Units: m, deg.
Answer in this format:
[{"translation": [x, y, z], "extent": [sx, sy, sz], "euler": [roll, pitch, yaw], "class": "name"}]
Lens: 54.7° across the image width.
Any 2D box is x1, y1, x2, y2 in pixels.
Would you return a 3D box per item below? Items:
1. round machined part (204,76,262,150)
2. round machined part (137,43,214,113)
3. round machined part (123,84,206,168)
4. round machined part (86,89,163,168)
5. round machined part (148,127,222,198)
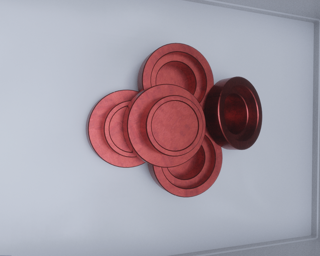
[{"translation": [0.095, -0.019, 0.425], "extent": [0.099, 0.042, 0.097], "euler": [3, 86, -41], "class": "round machined part"}, {"translation": [0.017, -0.058, 0.407], "extent": [0.099, 0.042, 0.097], "euler": [0, 90, -21], "class": "round machined part"}, {"translation": [0.010, -0.003, 0.358], "extent": [0.099, 0.042, 0.097], "euler": [0, 90, -21], "class": "round machined part"}, {"translation": [-0.039, 0.001, 0.384], "extent": [0.099, 0.042, 0.097], "euler": [0, 90, -21], "class": "round machined part"}, {"translation": [0.030, 0.039, 0.412], "extent": [0.099, 0.042, 0.097], "euler": [0, 90, -21], "class": "round machined part"}]
